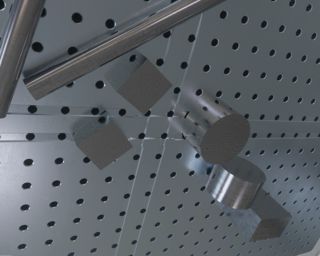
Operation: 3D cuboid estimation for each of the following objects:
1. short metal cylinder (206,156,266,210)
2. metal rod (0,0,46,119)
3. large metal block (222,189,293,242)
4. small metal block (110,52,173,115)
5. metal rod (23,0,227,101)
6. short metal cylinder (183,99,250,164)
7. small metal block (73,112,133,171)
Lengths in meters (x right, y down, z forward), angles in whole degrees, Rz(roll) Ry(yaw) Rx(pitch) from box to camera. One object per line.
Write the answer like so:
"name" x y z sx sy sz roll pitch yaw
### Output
"short metal cylinder" 0.119 0.084 0.492 0.081 0.080 0.050 6 116 -31
"metal rod" -0.101 -0.143 0.267 0.025 0.025 0.298 15 110 -35
"large metal block" 0.176 0.156 0.568 0.081 0.080 0.050 6 116 -31
"small metal block" -0.022 -0.052 0.367 0.050 0.025 0.050 -46 129 4
"metal rod" -0.003 -0.114 0.338 0.301 0.025 0.025 -30 129 -9
"short metal cylinder" 0.080 0.005 0.441 0.081 0.050 0.079 -14 124 -21
"small metal block" -0.070 0.017 0.383 0.050 0.025 0.050 -36 129 -4
